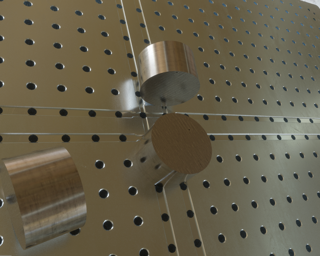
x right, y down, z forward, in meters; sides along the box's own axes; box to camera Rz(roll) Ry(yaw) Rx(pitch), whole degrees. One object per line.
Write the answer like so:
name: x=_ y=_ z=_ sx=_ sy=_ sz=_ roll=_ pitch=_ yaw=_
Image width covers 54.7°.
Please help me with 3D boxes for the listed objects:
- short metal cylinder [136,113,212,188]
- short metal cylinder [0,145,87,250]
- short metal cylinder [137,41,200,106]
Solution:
short metal cylinder: x=0.016 y=0.028 z=0.383 sx=0.081 sy=0.050 sz=0.080 roll=14 pitch=56 yaw=-21
short metal cylinder: x=-0.107 y=0.060 z=0.279 sx=0.050 sy=0.080 sz=0.080 roll=-14 pitch=69 yaw=-34
short metal cylinder: x=0.011 y=-0.072 z=0.422 sx=0.081 sy=0.080 sz=0.050 roll=7 pitch=59 yaw=-25
